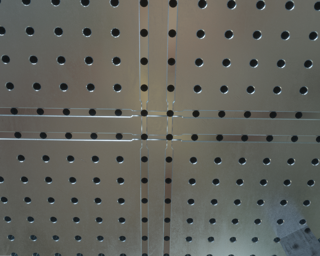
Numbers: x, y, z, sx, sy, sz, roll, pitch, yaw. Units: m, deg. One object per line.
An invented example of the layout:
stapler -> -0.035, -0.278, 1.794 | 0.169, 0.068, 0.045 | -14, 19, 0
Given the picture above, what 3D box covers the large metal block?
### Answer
large metal block -> 0.232, 0.210, 0.463 | 0.050, 0.080, 0.080 | -31, 107, 11
